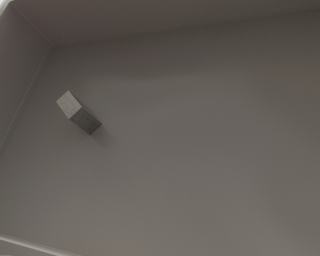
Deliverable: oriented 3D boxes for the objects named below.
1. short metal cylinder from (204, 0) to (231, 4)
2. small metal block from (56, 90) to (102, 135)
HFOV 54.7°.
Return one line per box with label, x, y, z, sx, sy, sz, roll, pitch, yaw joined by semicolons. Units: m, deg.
short metal cylinder;0.096;-0.246;0.492;0.080;0.050;0.080;-13;56;20
small metal block;-0.121;-0.023;0.465;0.025;0.050;0.050;-44;51;-2
